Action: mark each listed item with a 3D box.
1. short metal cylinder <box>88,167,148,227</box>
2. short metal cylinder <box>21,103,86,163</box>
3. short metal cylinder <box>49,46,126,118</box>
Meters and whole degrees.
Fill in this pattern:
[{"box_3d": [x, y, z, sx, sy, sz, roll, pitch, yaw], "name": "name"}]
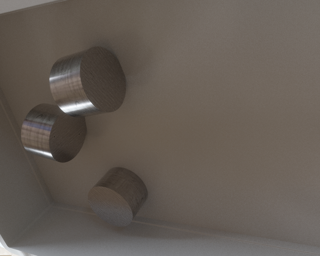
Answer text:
[{"box_3d": [-0.067, 0.110, 0.496, 0.080, 0.050, 0.079, 13, 124, 21], "name": "short metal cylinder"}, {"box_3d": [-0.155, 0.007, 0.459, 0.050, 0.080, 0.079, 12, 123, 22], "name": "short metal cylinder"}, {"box_3d": [-0.087, -0.056, 0.385, 0.050, 0.080, 0.080, -7, 115, 31], "name": "short metal cylinder"}]
